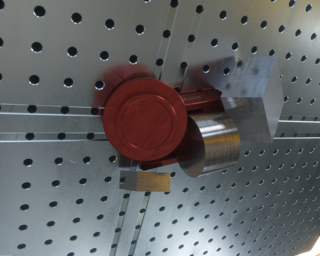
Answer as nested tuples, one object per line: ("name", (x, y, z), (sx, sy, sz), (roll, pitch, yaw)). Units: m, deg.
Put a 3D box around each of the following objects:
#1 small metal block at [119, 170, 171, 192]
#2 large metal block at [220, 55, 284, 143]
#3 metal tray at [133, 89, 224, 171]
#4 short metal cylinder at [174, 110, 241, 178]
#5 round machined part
("small metal block", (-0.021, 0.072, 0.421), (0.050, 0.050, 0.025), (8, 80, -31))
("large metal block", (0.126, -0.038, 0.410), (0.080, 0.050, 0.080), (-60, 139, -33))
("metal tray", (0.030, 0.001, 0.422), (0.131, 0.030, 0.089), (-11, 123, -23))
("short metal cylinder", (0.057, 0.019, 0.398), (0.050, 0.080, 0.079), (-9, 123, -25))
("round machined part", (-0.016, -0.008, 0.357), (0.099, 0.042, 0.097), (-1, 103, -5))
